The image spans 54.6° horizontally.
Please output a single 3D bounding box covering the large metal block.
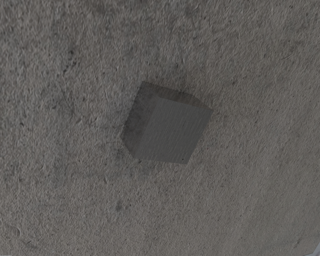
[{"bbox_3d":[0.007,-0.005,0.391,0.081,0.050,0.080,11,113,-33],"label":"large metal block"}]
